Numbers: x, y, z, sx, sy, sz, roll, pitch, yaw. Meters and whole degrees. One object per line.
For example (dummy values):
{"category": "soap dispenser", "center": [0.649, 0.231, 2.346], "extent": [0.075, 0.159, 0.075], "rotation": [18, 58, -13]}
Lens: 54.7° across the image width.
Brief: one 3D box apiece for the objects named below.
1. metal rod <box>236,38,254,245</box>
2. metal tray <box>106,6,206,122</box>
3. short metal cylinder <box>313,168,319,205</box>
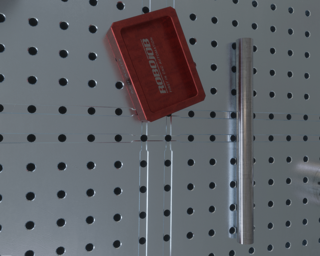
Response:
{"category": "metal rod", "center": [0.125, 0.019, 0.458], "extent": [0.025, 0.025, 0.298], "rotation": [0, 90, -20]}
{"category": "metal tray", "center": [-0.004, -0.082, 0.408], "extent": [0.091, 0.030, 0.129], "rotation": [-23, 98, -19]}
{"category": "short metal cylinder", "center": [0.303, 0.100, 0.511], "extent": [0.081, 0.050, 0.080], "rotation": [0, 90, -20]}
